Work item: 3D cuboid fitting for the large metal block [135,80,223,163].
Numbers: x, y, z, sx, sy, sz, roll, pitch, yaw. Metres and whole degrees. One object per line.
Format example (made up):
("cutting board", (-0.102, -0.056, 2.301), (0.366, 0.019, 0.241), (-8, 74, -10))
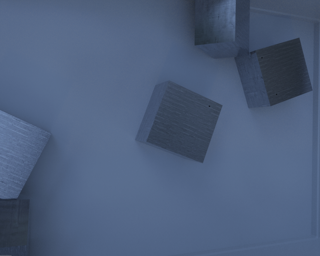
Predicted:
("large metal block", (0.024, -0.007, 0.407), (0.080, 0.050, 0.080), (22, 83, -19))

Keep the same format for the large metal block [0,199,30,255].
("large metal block", (-0.176, 0.118, 0.311), (0.081, 0.050, 0.079), (2, 132, -21))

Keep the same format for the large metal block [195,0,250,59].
("large metal block", (0.084, -0.141, 0.408), (0.080, 0.050, 0.079), (1, 90, -63))

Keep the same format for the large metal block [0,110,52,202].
("large metal block", (-0.174, 0.024, 0.333), (0.080, 0.050, 0.080), (28, 81, -18))

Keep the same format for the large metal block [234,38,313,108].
("large metal block", (0.169, -0.081, 0.461), (0.081, 0.050, 0.080), (-20, 97, -19))
